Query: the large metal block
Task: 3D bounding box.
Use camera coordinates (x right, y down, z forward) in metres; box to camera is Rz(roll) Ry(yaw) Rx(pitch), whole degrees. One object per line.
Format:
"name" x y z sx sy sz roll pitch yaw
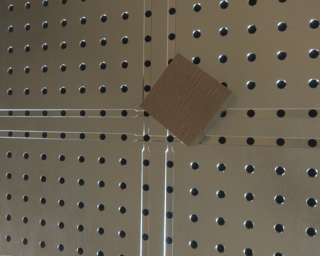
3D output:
"large metal block" 0.036 -0.034 0.387 0.080 0.050 0.080 40 103 15
